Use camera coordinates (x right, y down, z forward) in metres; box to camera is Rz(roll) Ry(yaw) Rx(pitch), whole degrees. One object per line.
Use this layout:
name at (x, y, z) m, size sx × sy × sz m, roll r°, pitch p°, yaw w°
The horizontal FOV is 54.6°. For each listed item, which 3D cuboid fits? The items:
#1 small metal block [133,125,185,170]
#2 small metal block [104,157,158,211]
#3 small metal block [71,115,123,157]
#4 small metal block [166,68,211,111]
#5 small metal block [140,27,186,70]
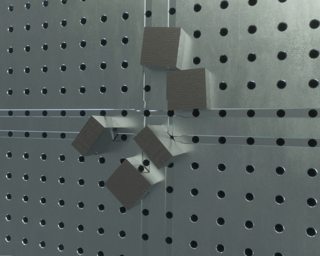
small metal block at (0.000, 0.023, 0.400) m, size 0.025 × 0.050 × 0.050 m, roll -44°, pitch 76°, yaw 15°
small metal block at (-0.040, 0.076, 0.427) m, size 0.050 × 0.025 × 0.050 m, roll 44°, pitch 104°, yaw 14°
small metal block at (-0.087, 0.011, 0.431) m, size 0.025 × 0.050 × 0.050 m, roll 41°, pitch 103°, yaw 15°
small metal block at (0.037, -0.048, 0.400) m, size 0.050 × 0.025 × 0.050 m, roll -2°, pitch 89°, yaw 20°
small metal block at (0.004, -0.105, 0.411) m, size 0.050 × 0.025 × 0.050 m, roll 8°, pitch 93°, yaw 20°
